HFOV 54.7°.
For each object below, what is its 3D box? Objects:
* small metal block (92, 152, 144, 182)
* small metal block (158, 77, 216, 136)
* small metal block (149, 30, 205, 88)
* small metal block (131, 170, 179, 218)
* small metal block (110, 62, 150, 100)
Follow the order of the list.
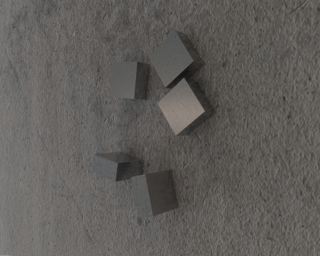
[{"bbox_3d":[-0.059,0.053,0.438,0.050,0.050,0.025,14,99,39],"label":"small metal block"},{"bbox_3d":[0.032,-0.025,0.379,0.050,0.025,0.050,-42,65,32],"label":"small metal block"},{"bbox_3d":[0.020,-0.085,0.388,0.050,0.025,0.050,-41,66,32],"label":"small metal block"},{"bbox_3d":[-0.006,0.082,0.394,0.025,0.050,0.050,-19,78,38],"label":"small metal block"},{"bbox_3d":[-0.044,-0.067,0.441,0.050,0.025,0.050,10,96,39],"label":"small metal block"}]
